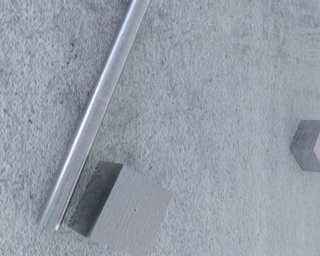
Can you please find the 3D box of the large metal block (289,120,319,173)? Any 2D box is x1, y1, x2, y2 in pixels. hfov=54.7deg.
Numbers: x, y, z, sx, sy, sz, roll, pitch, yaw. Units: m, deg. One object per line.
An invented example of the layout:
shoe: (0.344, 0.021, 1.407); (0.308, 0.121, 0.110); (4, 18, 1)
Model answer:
large metal block: (0.328, 0.039, 0.663); (0.080, 0.050, 0.080); (49, 61, -29)

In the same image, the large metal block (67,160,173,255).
large metal block: (-0.043, 0.092, 0.353); (0.080, 0.050, 0.080); (37, 68, -34)

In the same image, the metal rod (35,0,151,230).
metal rod: (-0.066, -0.039, 0.349); (0.025, 0.025, 0.299); (30, 71, -36)
